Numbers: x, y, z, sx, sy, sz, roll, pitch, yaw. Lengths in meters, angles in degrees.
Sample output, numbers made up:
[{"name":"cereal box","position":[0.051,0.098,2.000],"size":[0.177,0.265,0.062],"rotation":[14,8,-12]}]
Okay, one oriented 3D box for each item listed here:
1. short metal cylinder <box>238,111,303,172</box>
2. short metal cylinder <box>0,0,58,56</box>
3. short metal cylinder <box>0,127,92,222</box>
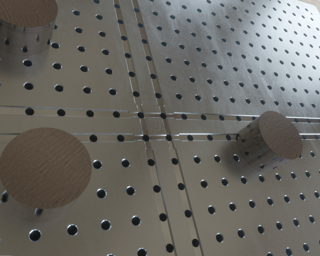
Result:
[{"name":"short metal cylinder","position":[0.167,0.021,0.472],"size":[0.081,0.050,0.080],"rotation":[14,56,-21]},{"name":"short metal cylinder","position":[-0.173,-0.137,0.383],"size":[0.081,0.050,0.080],"rotation":[14,56,-21]},{"name":"short metal cylinder","position":[-0.113,0.046,0.304],"size":[0.081,0.050,0.080],"rotation":[14,56,-21]}]
